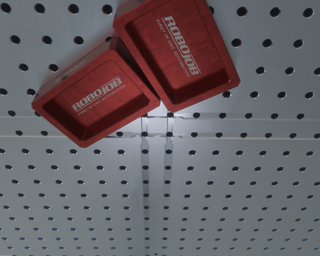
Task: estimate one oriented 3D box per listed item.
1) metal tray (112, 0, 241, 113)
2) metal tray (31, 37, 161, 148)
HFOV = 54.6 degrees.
[{"bbox_3d":[0.022,-0.085,0.335,0.090,0.030,0.130,-22,127,18],"label":"metal tray"},{"bbox_3d":[-0.076,-0.037,0.376,0.130,0.030,0.090,-28,125,22],"label":"metal tray"}]
